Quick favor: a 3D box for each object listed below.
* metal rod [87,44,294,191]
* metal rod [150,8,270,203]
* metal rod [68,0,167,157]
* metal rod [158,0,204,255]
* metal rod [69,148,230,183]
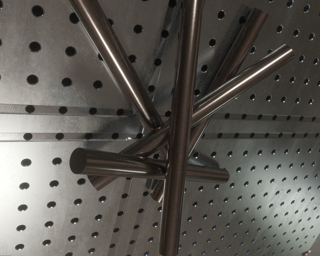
[{"bbox_3d":[0.043,-0.017,0.392,0.301,0.025,0.025,-34,129,-6],"label":"metal rod"},{"bbox_3d":[0.062,-0.020,0.434,0.025,0.025,0.298,15,110,-35],"label":"metal rod"},{"bbox_3d":[-0.045,-0.071,0.343,0.025,0.025,0.299,-34,129,-6],"label":"metal rod"},{"bbox_3d":[0.023,0.005,0.363,0.025,0.025,0.298,1,98,-30],"label":"metal rod"},{"bbox_3d":[0.015,0.056,0.406,0.302,0.025,0.025,16,111,-51],"label":"metal rod"}]
